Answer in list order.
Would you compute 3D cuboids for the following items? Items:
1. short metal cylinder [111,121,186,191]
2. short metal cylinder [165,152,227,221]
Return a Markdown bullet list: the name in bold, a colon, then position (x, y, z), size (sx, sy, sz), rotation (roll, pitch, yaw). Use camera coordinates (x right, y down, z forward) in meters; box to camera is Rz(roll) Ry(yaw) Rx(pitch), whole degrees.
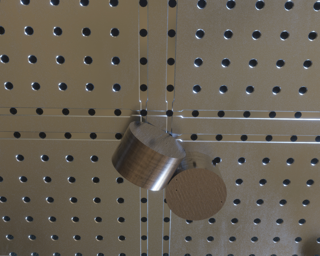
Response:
- **short metal cylinder**: position (-0.014, 0.034, 0.396), size (0.080, 0.080, 0.050), rotation (27, 108, -10)
- **short metal cylinder**: position (0.047, 0.080, 0.430), size (0.081, 0.050, 0.079), rotation (0, 110, -1)
